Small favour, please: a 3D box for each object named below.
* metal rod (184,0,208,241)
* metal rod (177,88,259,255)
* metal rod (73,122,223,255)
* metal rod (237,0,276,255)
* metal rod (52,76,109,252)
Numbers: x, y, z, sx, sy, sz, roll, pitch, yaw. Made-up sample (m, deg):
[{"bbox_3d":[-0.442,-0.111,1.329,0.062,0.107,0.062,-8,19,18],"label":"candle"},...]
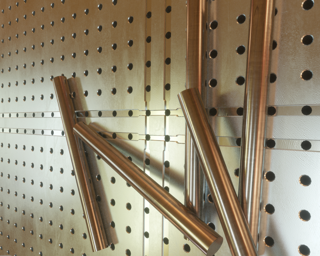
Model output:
[{"bbox_3d":[0.043,-0.017,0.372,0.025,0.025,0.298,1,91,39],"label":"metal rod"},{"bbox_3d":[0.075,0.098,0.312,0.025,0.025,0.299,-28,72,36],"label":"metal rod"},{"bbox_3d":[-0.038,0.062,0.418,0.300,0.025,0.025,33,110,41],"label":"metal rod"},{"bbox_3d":[0.100,-0.009,0.325,0.025,0.025,0.298,5,93,39],"label":"metal rod"},{"bbox_3d":[-0.136,0.051,0.518,0.025,0.025,0.299,-28,73,36],"label":"metal rod"}]
